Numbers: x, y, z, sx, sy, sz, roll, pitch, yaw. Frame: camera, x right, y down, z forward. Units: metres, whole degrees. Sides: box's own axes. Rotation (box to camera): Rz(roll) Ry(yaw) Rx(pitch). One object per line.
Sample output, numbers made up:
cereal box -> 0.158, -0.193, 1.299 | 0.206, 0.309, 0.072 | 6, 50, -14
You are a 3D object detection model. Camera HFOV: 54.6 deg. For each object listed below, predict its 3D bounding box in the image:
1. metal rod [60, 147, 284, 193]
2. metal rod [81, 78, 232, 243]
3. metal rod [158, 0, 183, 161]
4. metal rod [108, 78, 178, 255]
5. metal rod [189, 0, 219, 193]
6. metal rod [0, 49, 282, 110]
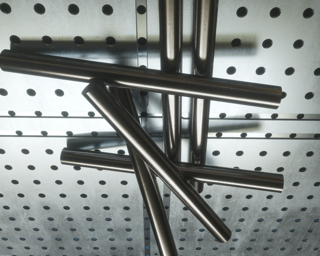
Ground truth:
metal rod -> 0.011, 0.056, 0.426 | 0.301, 0.025, 0.025 | 6, 131, 7
metal rod -> 0.012, 0.059, 0.393 | 0.025, 0.025, 0.300 | -27, 121, 21
metal rod -> 0.015, -0.034, 0.382 | 0.025, 0.025, 0.298 | -2, 130, 1
metal rod -> -0.015, 0.078, 0.411 | 0.025, 0.025, 0.298 | -12, 109, 9
metal rod -> 0.051, -0.018, 0.396 | 0.025, 0.025, 0.298 | -2, 130, 1
metal rod -> -0.024, -0.054, 0.337 | 0.301, 0.025, 0.025 | 8, 130, 3
